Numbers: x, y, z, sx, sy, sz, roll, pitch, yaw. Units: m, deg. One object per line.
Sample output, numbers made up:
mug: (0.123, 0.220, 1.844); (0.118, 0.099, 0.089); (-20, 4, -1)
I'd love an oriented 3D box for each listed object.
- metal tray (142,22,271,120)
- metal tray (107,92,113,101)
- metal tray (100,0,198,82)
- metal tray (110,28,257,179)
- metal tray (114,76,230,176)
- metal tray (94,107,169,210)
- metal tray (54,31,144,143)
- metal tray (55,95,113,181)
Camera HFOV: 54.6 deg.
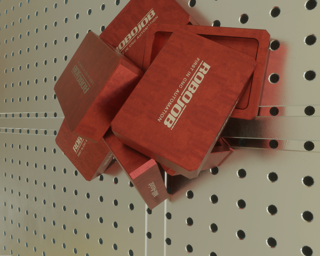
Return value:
metal tray: (0.046, -0.063, 0.340); (0.130, 0.030, 0.089); (10, 97, 19)
metal tray: (-0.072, -0.049, 0.466); (0.090, 0.030, 0.129); (46, 117, 30)
metal tray: (-0.026, -0.114, 0.404); (0.130, 0.030, 0.090); (-43, 65, 15)
metal tray: (0.025, -0.028, 0.304); (0.090, 0.030, 0.130); (27, 72, 15)
metal tray: (0.011, -0.008, 0.360); (0.130, 0.091, 0.030); (52, 121, 28)
metal tray: (-0.033, 0.040, 0.377); (0.030, 0.130, 0.090); (-34, 62, -11)
metal tray: (-0.077, -0.053, 0.356); (0.090, 0.030, 0.130); (-54, 37, 10)
metal tray: (-0.103, 0.010, 0.463); (0.090, 0.030, 0.129); (47, 131, 12)
